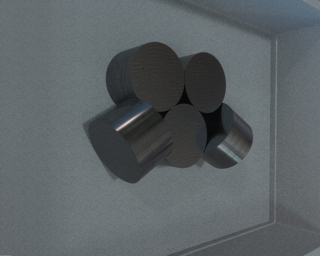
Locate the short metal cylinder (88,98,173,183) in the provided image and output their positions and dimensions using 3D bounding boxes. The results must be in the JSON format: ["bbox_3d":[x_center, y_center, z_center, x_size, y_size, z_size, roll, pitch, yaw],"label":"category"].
[{"bbox_3d":[-0.033,0.014,0.341,0.050,0.080,0.080,-38,113,-34],"label":"short metal cylinder"}]

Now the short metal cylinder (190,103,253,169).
[{"bbox_3d":[0.082,0.011,0.437,0.050,0.080,0.080,37,68,-34],"label":"short metal cylinder"}]

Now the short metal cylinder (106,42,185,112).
[{"bbox_3d":[-0.017,-0.059,0.374,0.081,0.050,0.080,0,90,-40],"label":"short metal cylinder"}]

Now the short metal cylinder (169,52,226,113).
[{"bbox_3d":[0.045,-0.060,0.426,0.081,0.050,0.080,0,90,-40],"label":"short metal cylinder"}]

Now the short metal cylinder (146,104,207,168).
[{"bbox_3d":[0.015,0.010,0.401,0.081,0.050,0.080,0,90,-40],"label":"short metal cylinder"}]
